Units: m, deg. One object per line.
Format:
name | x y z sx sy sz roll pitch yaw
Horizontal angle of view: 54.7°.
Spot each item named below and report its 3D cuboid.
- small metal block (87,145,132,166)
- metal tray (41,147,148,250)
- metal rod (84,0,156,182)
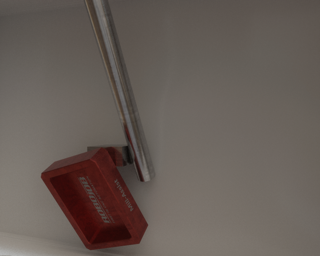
small metal block | -0.062 0.036 0.418 0.050 0.050 0.025 -1 90 19
metal tray | -0.084 0.096 0.404 0.090 0.030 0.129 -18 108 25
metal rod | -0.051 -0.068 0.360 0.025 0.025 0.298 -5 114 19
